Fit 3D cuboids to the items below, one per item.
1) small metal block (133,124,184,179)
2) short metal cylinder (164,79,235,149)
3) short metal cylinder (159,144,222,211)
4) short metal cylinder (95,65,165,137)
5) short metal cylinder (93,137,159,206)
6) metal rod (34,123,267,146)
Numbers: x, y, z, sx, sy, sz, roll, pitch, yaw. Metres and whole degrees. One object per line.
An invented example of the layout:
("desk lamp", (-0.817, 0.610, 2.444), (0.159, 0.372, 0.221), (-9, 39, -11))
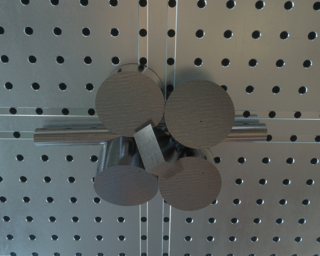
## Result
("small metal block", (-0.001, 0.029, 0.369), (0.025, 0.050, 0.050), (-32, 149, 17))
("short metal cylinder", (0.045, -0.015, 0.377), (0.081, 0.050, 0.080), (0, 87, 0))
("short metal cylinder", (0.039, 0.064, 0.420), (0.081, 0.050, 0.079), (0, 110, 0))
("short metal cylinder", (-0.035, -0.035, 0.383), (0.081, 0.050, 0.079), (0, 110, 0))
("short metal cylinder", (-0.042, 0.057, 0.404), (0.081, 0.050, 0.079), (-1, 130, -1))
("metal rod", (-0.012, 0.009, 0.412), (0.302, 0.025, 0.025), (-1, 110, 0))
